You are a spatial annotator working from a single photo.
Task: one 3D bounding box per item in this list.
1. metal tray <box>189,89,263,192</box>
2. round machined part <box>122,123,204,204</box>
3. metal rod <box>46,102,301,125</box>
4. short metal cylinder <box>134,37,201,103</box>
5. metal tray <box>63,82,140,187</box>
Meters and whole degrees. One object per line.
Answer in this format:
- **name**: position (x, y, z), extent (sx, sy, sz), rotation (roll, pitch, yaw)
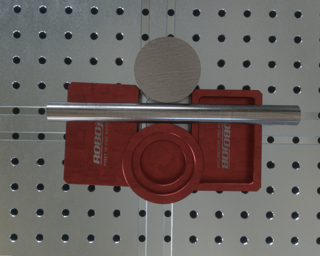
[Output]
- **metal tray**: position (0.084, 0.016, 0.407), extent (0.091, 0.030, 0.129), rotation (1, 90, 0)
- **round machined part**: position (0.004, 0.043, 0.392), extent (0.099, 0.042, 0.097), rotation (0, 90, 0)
- **metal rod**: position (0.017, -0.018, 0.379), extent (0.302, 0.025, 0.025), rotation (1, 90, -1)
- **short metal cylinder**: position (0.009, -0.070, 0.397), extent (0.081, 0.050, 0.079), rotation (0, 90, 0)
- **metal tray**: position (-0.074, 0.008, 0.405), extent (0.091, 0.030, 0.129), rotation (3, 90, 0)
